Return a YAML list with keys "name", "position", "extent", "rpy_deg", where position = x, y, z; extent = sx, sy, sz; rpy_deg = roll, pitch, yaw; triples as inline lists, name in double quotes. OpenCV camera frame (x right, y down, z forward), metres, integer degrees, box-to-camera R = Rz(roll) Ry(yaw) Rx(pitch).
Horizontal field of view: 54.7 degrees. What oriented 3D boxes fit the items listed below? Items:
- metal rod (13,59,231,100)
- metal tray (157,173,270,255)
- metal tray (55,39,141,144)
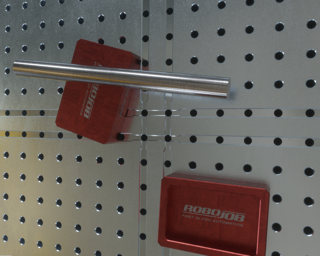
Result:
- name: "metal rod"
  position: [-0.063, -0.066, 0.401]
  extent: [0.301, 0.025, 0.025]
  rpy_deg: [9, 93, 19]
- name: "metal tray"
  position: [0.065, 0.110, 0.386]
  extent: [0.130, 0.030, 0.089]
  rpy_deg: [4, 91, 19]
- name: "metal tray"
  position: [-0.089, -0.051, 0.440]
  extent: [0.090, 0.030, 0.129]
  rpy_deg: [19, 96, 18]
